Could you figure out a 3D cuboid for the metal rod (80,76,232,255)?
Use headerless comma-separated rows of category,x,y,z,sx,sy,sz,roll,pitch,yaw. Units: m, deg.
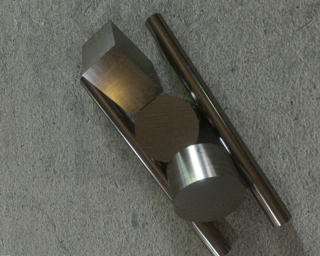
metal rod,-0.013,0.041,0.414,0.025,0.025,0.300,-42,77,15

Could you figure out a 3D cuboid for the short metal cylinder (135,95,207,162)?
short metal cylinder,0.016,0.001,0.391,0.080,0.050,0.080,0,90,20

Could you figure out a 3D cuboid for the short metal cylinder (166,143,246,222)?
short metal cylinder,0.051,0.064,0.356,0.080,0.080,0.050,-33,37,17

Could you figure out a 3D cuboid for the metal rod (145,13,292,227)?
metal rod,0.066,-0.018,0.386,0.025,0.025,0.299,-34,79,17

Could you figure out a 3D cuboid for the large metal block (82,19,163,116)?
large metal block,-0.048,-0.075,0.381,0.050,0.080,0.080,-38,36,16
